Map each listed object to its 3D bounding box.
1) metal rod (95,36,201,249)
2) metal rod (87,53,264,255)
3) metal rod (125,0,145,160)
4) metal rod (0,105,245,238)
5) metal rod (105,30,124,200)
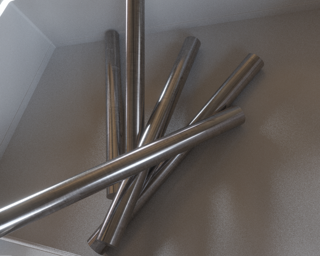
[{"bbox_3d":[-0.003,-0.004,0.386,0.025,0.025,0.300,5,57,30],"label":"metal rod"},{"bbox_3d":[0.024,0.026,0.376,0.300,0.025,0.025,-49,52,-7],"label":"metal rod"},{"bbox_3d":[-0.032,-0.091,0.397,0.025,0.025,0.298,-2,86,27],"label":"metal rod"},{"bbox_3d":[-0.039,0.041,0.321,0.302,0.025,0.025,-23,49,-18],"label":"metal rod"},{"bbox_3d":[-0.069,-0.039,0.464,0.025,0.025,0.299,-19,54,17],"label":"metal rod"}]
